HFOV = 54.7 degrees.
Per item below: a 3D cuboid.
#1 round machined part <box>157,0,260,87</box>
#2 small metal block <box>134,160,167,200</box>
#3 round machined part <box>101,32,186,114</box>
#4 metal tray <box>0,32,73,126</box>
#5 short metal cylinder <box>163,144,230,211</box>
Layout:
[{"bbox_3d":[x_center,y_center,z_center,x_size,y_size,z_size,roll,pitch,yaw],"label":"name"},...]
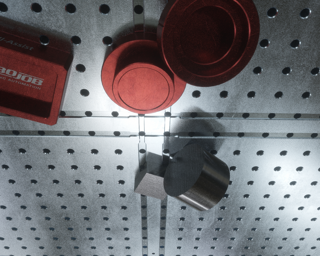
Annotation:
[{"bbox_3d":[0.044,-0.094,0.309,0.099,0.042,0.097,-6,118,-12],"label":"round machined part"},{"bbox_3d":[-0.007,0.082,0.482,0.050,0.025,0.050,19,127,-16],"label":"small metal block"},{"bbox_3d":[-0.018,-0.055,0.354,0.099,0.042,0.097,-1,130,0],"label":"round machined part"},{"bbox_3d":[-0.175,-0.060,0.354,0.131,0.030,0.089,16,128,-14],"label":"metal tray"},{"bbox_3d":[0.050,0.069,0.435,0.050,0.080,0.080,34,122,-26],"label":"short metal cylinder"}]
